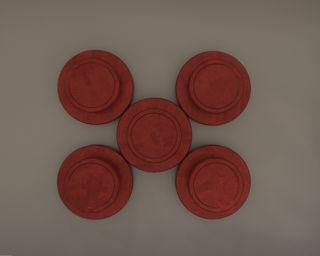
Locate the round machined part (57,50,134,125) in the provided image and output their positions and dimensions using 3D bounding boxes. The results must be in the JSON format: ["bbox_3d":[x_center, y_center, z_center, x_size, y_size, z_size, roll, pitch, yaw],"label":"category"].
[{"bbox_3d":[-0.084,-0.053,0.400,0.099,0.042,0.097,0,90,-1],"label":"round machined part"}]

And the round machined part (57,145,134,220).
[{"bbox_3d":[-0.084,0.071,0.401,0.099,0.042,0.097,0,90,-1],"label":"round machined part"}]

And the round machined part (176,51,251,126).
[{"bbox_3d":[0.070,-0.052,0.403,0.099,0.042,0.097,0,90,-1],"label":"round machined part"}]

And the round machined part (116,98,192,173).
[{"bbox_3d":[-0.007,0.009,0.401,0.099,0.042,0.097,0,90,-1],"label":"round machined part"}]

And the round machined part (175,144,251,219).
[{"bbox_3d":[0.070,0.071,0.403,0.099,0.042,0.097,0,90,-1],"label":"round machined part"}]
